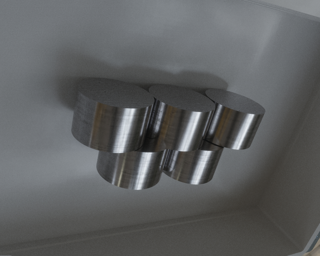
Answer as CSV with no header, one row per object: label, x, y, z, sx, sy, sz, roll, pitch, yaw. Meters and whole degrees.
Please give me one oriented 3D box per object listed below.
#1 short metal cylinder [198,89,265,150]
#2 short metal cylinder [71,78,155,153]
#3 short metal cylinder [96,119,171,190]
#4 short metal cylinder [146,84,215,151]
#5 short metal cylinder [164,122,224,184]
short metal cylinder,0.091,-0.013,0.412,0.081,0.080,0.050,2,118,-29
short metal cylinder,-0.051,-0.016,0.333,0.081,0.080,0.050,1,118,-29
short metal cylinder,-0.032,0.029,0.371,0.081,0.080,0.050,1,118,-29
short metal cylinder,0.020,-0.014,0.373,0.081,0.080,0.050,1,118,-29
short metal cylinder,0.040,0.030,0.411,0.081,0.080,0.050,1,118,-29
